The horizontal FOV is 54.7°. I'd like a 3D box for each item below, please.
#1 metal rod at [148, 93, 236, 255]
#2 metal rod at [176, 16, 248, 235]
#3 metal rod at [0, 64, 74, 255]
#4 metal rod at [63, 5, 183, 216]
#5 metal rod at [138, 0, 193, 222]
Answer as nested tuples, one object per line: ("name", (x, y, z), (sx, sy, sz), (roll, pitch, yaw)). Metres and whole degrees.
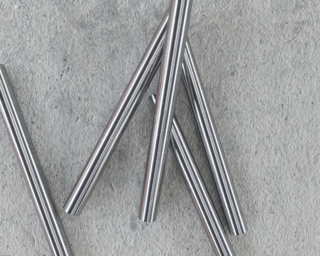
("metal rod", (0.054, 0.093, 0.410), (0.025, 0.025, 0.299), (-23, 90, 0))
("metal rod", (0.060, -0.006, 0.410), (0.025, 0.025, 0.298), (-17, 90, 0))
("metal rod", (-0.167, 0.061, 0.408), (0.025, 0.025, 0.299), (-20, 90, 0))
("metal rod", (-0.045, -0.022, 0.395), (0.025, 0.025, 0.299), (29, 95, 0))
("metal rod", (0.006, -0.026, 0.380), (0.025, 0.025, 0.298), (9, 102, 0))
